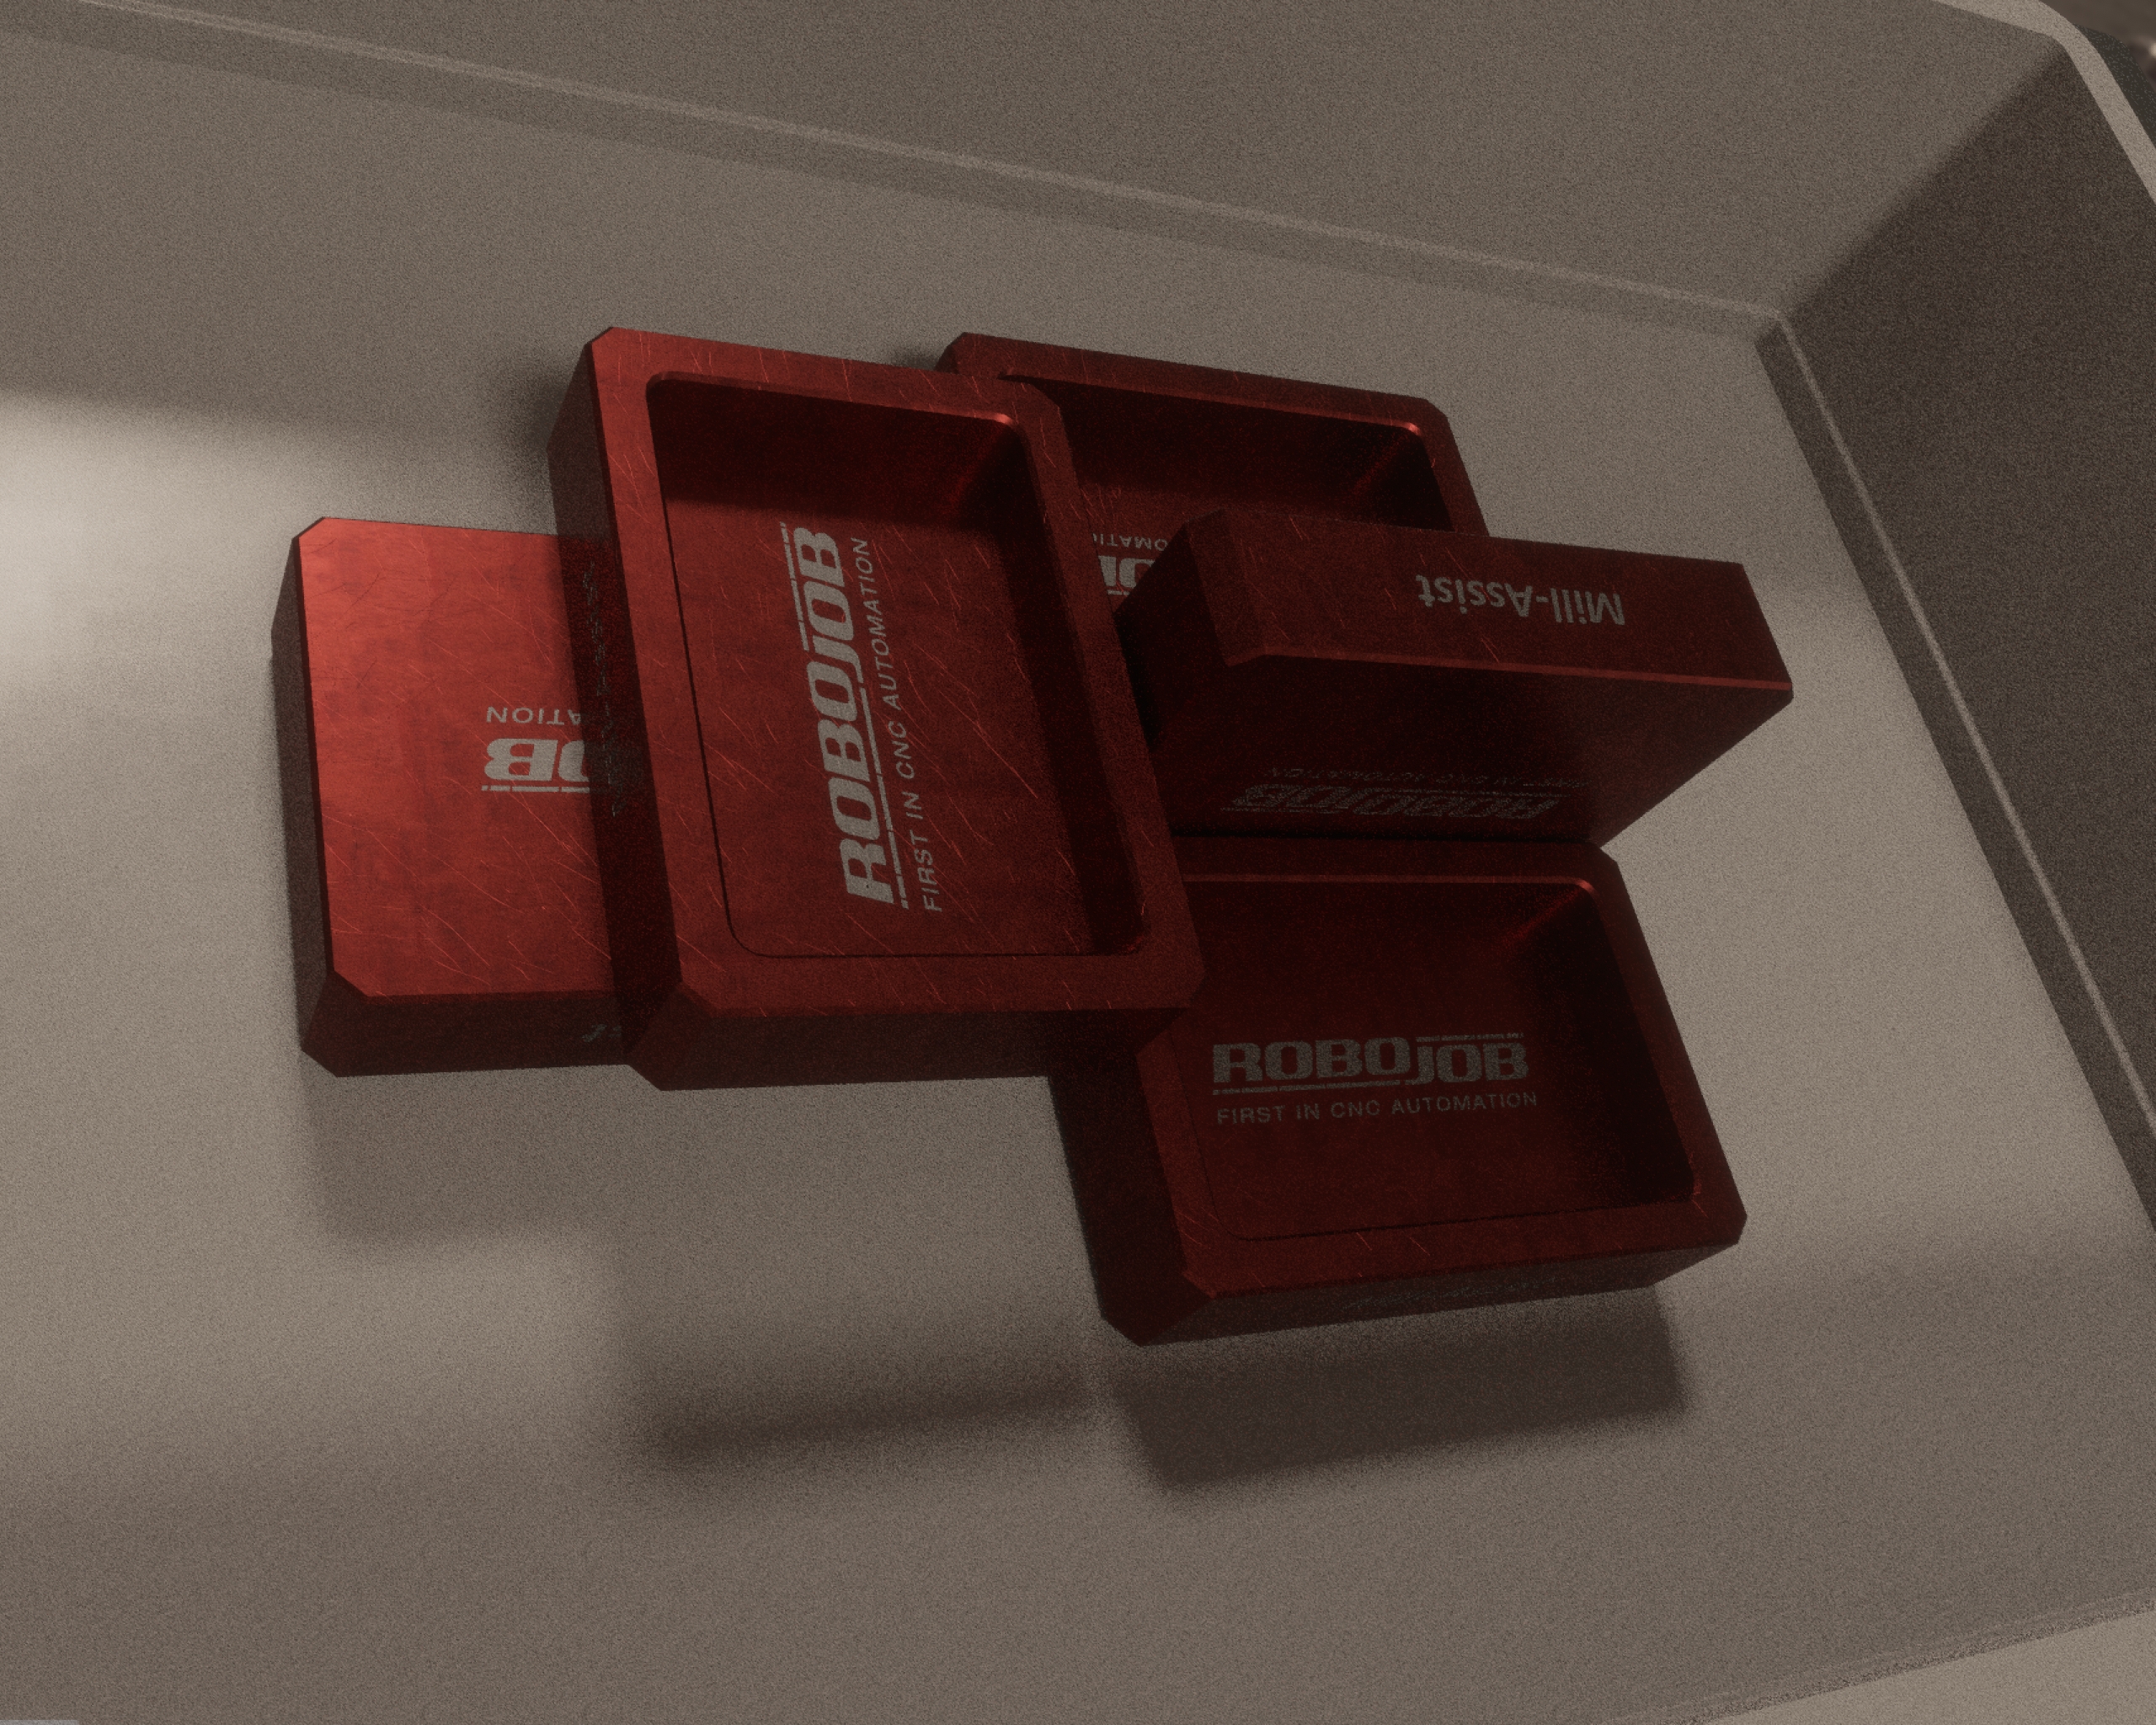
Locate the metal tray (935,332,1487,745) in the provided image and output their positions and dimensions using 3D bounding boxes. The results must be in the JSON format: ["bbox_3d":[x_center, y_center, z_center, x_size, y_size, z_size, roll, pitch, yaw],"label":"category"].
[{"bbox_3d":[0.033,-0.065,0.460,0.131,0.030,0.090,1,61,-28],"label":"metal tray"}]

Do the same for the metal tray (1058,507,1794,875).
[{"bbox_3d":[0.062,-0.026,0.412,0.131,0.090,0.030,1,62,-28],"label":"metal tray"}]

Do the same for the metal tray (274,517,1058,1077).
[{"bbox_3d":[-0.069,-0.012,0.369,0.131,0.030,0.090,0,62,-29],"label":"metal tray"}]

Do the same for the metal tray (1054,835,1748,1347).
[{"bbox_3d":[0.061,0.041,0.409,0.131,0.030,0.090,1,62,-28],"label":"metal tray"}]

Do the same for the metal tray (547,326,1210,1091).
[{"bbox_3d":[-0.037,-0.028,0.359,0.091,0.030,0.130,1,61,-28],"label":"metal tray"}]
